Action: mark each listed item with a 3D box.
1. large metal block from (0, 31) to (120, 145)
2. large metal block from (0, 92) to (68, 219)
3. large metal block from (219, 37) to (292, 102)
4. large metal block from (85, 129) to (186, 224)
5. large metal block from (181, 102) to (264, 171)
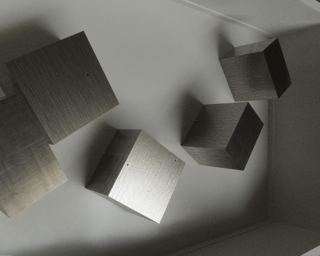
[{"bbox_3d":[-0.101,-0.039,0.307,0.080,0.050,0.080,-38,113,-34],"label":"large metal block"},{"bbox_3d":[-0.133,0.020,0.260,0.050,0.080,0.080,-35,112,-35],"label":"large metal block"},{"bbox_3d":[0.155,-0.092,0.503,0.050,0.080,0.080,-41,115,-33],"label":"large metal block"},{"bbox_3d":[-0.027,0.056,0.370,0.080,0.050,0.080,39,66,-33],"label":"large metal block"},{"bbox_3d":[0.090,0.010,0.449,0.050,0.080,0.080,46,62,-31],"label":"large metal block"}]
